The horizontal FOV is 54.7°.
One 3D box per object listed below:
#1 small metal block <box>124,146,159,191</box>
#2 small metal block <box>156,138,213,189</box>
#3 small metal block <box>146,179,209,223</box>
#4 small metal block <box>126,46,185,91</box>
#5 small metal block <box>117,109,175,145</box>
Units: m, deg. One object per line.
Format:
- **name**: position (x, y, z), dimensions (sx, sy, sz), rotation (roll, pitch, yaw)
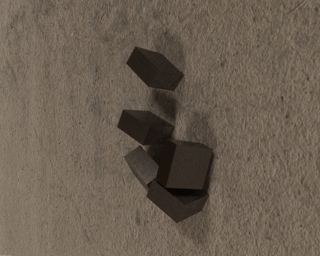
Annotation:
- **small metal block**: position (-0.016, 0.058, 0.397), dimensions (0.025, 0.050, 0.050), rotation (-36, 56, -13)
- **small metal block**: position (0.028, 0.042, 0.359), dimensions (0.025, 0.050, 0.050), rotation (28, 106, 59)
- **small metal block**: position (0.021, 0.080, 0.368), dimensions (0.050, 0.050, 0.025), rotation (34, 114, 33)
- **small metal block**: position (-0.006, -0.074, 0.392), dimensions (0.050, 0.050, 0.025), rotation (49, 119, 28)
- **small metal block**: position (-0.018, -0.001, 0.401), dimensions (0.050, 0.050, 0.025), rotation (33, 110, 35)
